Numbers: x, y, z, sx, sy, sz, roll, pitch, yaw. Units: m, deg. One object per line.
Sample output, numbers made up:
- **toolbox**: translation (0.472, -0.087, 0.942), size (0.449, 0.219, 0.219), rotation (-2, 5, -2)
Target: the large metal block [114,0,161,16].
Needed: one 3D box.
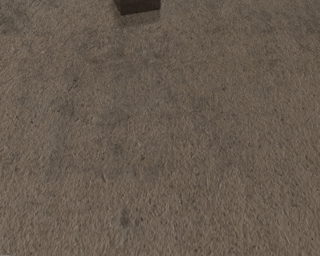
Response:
- **large metal block**: translation (-0.050, -0.272, 0.615), size (0.081, 0.050, 0.080), rotation (-14, 52, -12)
